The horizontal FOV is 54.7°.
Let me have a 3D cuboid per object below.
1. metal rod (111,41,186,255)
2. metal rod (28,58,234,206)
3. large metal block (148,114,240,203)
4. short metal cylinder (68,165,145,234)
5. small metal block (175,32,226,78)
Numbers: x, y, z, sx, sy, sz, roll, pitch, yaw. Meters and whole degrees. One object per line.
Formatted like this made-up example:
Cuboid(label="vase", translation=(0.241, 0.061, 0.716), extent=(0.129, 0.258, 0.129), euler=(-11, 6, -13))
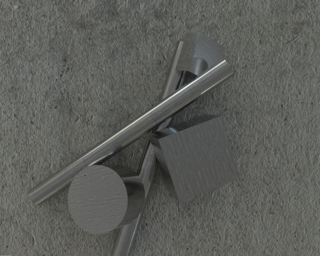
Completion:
Cuboid(label="metal rod", translation=(-0.010, 0.033, 0.410), extent=(0.025, 0.025, 0.298), euler=(17, 90, 0))
Cuboid(label="metal rod", translation=(-0.041, 0.009, 0.393), extent=(0.300, 0.025, 0.025), euler=(-34, 90, 6))
Cuboid(label="large metal block", translation=(0.041, 0.034, 0.384), extent=(0.081, 0.050, 0.080), euler=(-20, 99, -13))
Cuboid(label="short metal cylinder", translation=(-0.065, 0.086, 0.385), extent=(0.080, 0.050, 0.080), euler=(-2, 83, 20))
Cuboid(label="small metal block", translation=(0.053, -0.089, 0.399), extent=(0.050, 0.025, 0.050), euler=(17, 90, -40))
